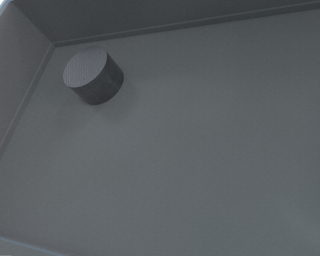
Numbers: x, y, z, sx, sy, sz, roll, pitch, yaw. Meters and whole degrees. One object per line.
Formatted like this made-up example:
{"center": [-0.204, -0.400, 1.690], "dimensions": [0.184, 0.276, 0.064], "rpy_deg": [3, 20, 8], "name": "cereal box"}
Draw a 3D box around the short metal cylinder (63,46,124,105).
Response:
{"center": [-0.105, -0.084, 0.494], "dimensions": [0.080, 0.050, 0.080], "rpy_deg": [-13, 56, 20], "name": "short metal cylinder"}
